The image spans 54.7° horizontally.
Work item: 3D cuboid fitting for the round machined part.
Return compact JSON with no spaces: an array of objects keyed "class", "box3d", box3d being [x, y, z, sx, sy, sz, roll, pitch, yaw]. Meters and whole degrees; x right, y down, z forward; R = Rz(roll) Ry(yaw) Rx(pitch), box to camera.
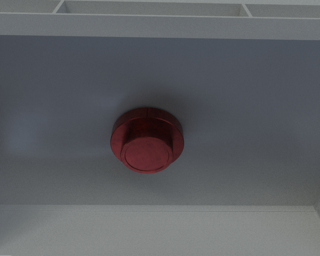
[{"class":"round machined part","box3d":[-0.017,0.023,0.413,0.099,0.042,0.097,-1,130,0]}]
